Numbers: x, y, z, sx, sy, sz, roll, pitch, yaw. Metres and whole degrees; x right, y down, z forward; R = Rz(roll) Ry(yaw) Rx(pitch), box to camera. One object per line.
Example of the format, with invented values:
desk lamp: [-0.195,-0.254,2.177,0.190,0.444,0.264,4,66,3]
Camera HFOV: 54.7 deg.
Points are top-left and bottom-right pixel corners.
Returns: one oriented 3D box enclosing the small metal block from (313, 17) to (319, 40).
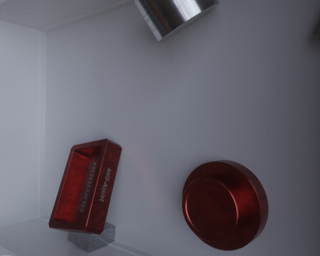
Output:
small metal block: [0.170,-0.098,0.266,0.050,0.025,0.050,28,107,36]

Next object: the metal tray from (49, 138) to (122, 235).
metal tray: [-0.110,0.085,0.457,0.090,0.030,0.130,-12,58,39]

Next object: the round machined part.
round machined part: [0.064,0.086,0.342,0.098,0.042,0.097,0,90,39]

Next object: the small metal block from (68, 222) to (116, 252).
small metal block: [-0.104,0.161,0.474,0.050,0.050,0.025,8,95,39]

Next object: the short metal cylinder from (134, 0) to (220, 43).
short metal cylinder: [0.019,-0.138,0.345,0.080,0.080,0.050,-25,101,37]
